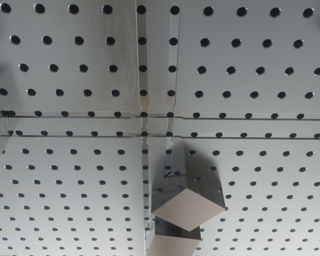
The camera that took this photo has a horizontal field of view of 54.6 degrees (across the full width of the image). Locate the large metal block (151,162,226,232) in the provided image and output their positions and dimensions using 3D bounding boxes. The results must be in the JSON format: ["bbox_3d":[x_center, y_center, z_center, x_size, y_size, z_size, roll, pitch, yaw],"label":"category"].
[{"bbox_3d":[0.043,0.111,0.489,0.080,0.050,0.080,32,123,-25],"label":"large metal block"}]

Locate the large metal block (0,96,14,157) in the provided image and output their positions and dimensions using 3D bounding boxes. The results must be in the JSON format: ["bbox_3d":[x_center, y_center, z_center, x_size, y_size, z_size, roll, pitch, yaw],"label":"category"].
[{"bbox_3d":[-0.243,-0.009,0.385,0.080,0.050,0.080,1,130,-1],"label":"large metal block"}]

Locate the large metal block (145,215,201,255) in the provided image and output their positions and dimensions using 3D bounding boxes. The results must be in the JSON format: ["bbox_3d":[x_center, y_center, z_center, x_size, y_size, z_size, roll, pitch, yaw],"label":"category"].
[{"bbox_3d":[0.021,0.196,0.562,0.080,0.050,0.079,10,129,-9],"label":"large metal block"}]
